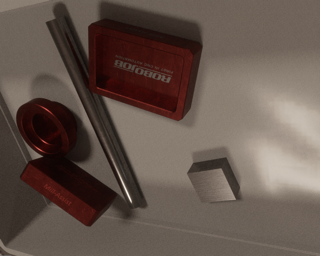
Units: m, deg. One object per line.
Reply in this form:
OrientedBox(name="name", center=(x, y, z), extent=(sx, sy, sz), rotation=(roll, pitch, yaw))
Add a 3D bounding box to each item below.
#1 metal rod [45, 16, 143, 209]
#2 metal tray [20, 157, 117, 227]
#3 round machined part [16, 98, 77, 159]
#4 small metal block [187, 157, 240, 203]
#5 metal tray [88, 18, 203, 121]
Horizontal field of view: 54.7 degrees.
OrientedBox(name="metal rod", center=(-0.086, -0.007, 0.447), extent=(0.025, 0.025, 0.298), rotation=(-6, 116, 30))
OrientedBox(name="metal tray", center=(-0.141, 0.093, 0.494), extent=(0.130, 0.090, 0.030), rotation=(33, 99, 6))
OrientedBox(name="round machined part", center=(-0.170, -0.003, 0.483), extent=(0.098, 0.042, 0.097), rotation=(13, 124, 20))
OrientedBox(name="small metal block", center=(0.072, 0.070, 0.414), extent=(0.050, 0.025, 0.050), rotation=(-15, 111, 34))
OrientedBox(name="metal tray", center=(-0.022, -0.070, 0.372), extent=(0.130, 0.030, 0.089), rotation=(19, 126, 16))
